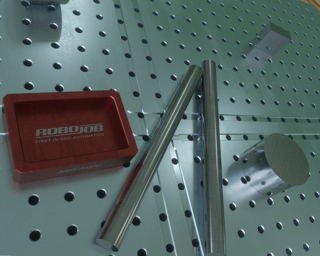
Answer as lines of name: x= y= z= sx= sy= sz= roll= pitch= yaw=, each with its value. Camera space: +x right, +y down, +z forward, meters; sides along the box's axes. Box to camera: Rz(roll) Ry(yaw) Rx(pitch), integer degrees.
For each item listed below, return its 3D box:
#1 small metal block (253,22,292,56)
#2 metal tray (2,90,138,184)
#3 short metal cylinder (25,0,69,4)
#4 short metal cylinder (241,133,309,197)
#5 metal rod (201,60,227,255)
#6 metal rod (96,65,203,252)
small metal block: x=0.226 y=-0.179 z=0.626 sx=0.050 sy=0.050 sz=0.025 roll=17 pitch=55 yaw=-19
metal tray: x=-0.099 y=0.004 z=0.349 sx=0.131 sy=0.030 sz=0.090 roll=-7 pitch=65 yaw=-32
short metal cylinder: x=-0.156 y=-0.211 z=0.418 sx=0.050 sy=0.080 sz=0.080 roll=-12 pitch=68 yaw=-33
short metal cylinder: x=0.167 y=0.054 z=0.452 sx=0.081 sy=0.050 sz=0.080 roll=14 pitch=56 yaw=-21
metal rod: x=0.072 y=0.020 z=0.436 sx=0.025 sy=0.025 sz=0.300 roll=17 pitch=55 yaw=-19
metal rod: x=0.002 y=0.013 z=0.402 sx=0.025 sy=0.025 sz=0.301 roll=33 pitch=51 yaw=-7
